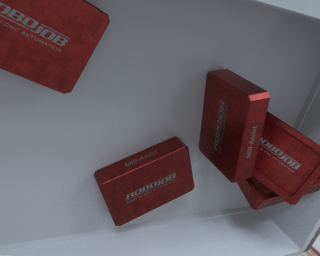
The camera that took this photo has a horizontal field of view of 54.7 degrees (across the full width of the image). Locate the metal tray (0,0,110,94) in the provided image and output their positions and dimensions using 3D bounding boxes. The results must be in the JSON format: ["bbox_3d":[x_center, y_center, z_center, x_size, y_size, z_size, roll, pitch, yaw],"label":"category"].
[{"bbox_3d":[-0.124,-0.096,0.279,0.131,0.030,0.090,23,106,-37],"label":"metal tray"}]

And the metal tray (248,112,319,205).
[{"bbox_3d":[0.170,0.037,0.459,0.090,0.130,0.030,-56,155,11],"label":"metal tray"}]

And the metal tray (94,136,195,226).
[{"bbox_3d":[-0.018,0.077,0.445,0.131,0.030,0.089,-23,127,-15],"label":"metal tray"}]

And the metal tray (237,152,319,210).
[{"bbox_3d":[0.191,0.073,0.509,0.131,0.090,0.030,-11,141,-17],"label":"metal tray"}]

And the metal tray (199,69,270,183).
[{"bbox_3d":[0.094,-0.003,0.417,0.030,0.090,0.129,-12,124,-22],"label":"metal tray"}]
